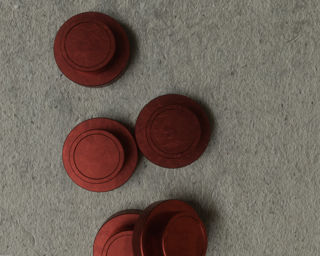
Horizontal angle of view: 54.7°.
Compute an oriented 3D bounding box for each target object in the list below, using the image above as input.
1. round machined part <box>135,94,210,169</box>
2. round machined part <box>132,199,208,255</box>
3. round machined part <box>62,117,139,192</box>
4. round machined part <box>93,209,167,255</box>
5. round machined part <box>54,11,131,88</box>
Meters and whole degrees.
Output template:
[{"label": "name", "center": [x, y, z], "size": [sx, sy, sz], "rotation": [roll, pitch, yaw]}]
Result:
[{"label": "round machined part", "center": [0.016, 0.004, 0.401], "size": [0.099, 0.042, 0.097], "rotation": [0, 90, 0]}, {"label": "round machined part", "center": [0.019, 0.136, 0.376], "size": [0.099, 0.042, 0.098], "rotation": [12, 69, -33]}, {"label": "round machined part", "center": [-0.078, 0.035, 0.401], "size": [0.099, 0.042, 0.097], "rotation": [0, 90, 0]}, {"label": "round machined part", "center": [-0.038, 0.159, 0.401], "size": [0.099, 0.042, 0.097], "rotation": [0, 90, 0]}, {"label": "round machined part", "center": [-0.089, -0.103, 0.401], "size": [0.099, 0.042, 0.097], "rotation": [0, 90, 0]}]
